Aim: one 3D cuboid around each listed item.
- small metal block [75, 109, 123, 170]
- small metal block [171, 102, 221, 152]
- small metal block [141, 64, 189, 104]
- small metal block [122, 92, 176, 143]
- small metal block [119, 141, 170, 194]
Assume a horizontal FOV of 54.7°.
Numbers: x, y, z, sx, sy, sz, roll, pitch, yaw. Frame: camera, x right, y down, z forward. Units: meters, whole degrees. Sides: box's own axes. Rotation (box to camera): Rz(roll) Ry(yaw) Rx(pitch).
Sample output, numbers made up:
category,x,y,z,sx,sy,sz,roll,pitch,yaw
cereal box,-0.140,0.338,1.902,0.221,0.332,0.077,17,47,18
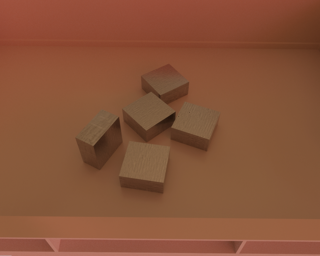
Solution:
category,x,y,z,sx,sy,sz,roll,pitch,yaw
small metal block,-0.072,0.014,0.376,0.025,0.050,0.050,23,54,18
small metal block,0.047,-0.003,0.408,0.050,0.025,0.050,18,52,14
small metal block,0.007,-0.064,0.459,0.050,0.025,0.050,-28,56,-22
small metal block,-0.015,-0.016,0.418,0.050,0.025,0.050,-34,58,-25
small metal block,-0.017,0.046,0.366,0.050,0.025,0.050,8,50,6
